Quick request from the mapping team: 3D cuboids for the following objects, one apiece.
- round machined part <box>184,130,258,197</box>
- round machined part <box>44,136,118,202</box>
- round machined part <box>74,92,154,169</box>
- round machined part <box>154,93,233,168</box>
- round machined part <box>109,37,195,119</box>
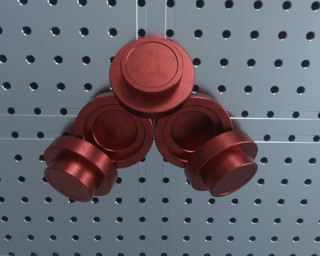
[{"bbox_3d":[0.084,0.052,0.396,0.099,0.042,0.097,-20,143,-16],"label":"round machined part"},{"bbox_3d":[-0.108,0.059,0.400,0.098,0.042,0.097,16,139,15],"label":"round machined part"},{"bbox_3d":[-0.057,0.000,0.403,0.099,0.042,0.097,0,110,-1],"label":"round machined part"},{"bbox_3d":[0.042,0.001,0.405,0.099,0.042,0.097,0,110,-1],"label":"round machined part"},{"bbox_3d":[-0.009,-0.063,0.354,0.099,0.042,0.098,0,72,-1],"label":"round machined part"}]
